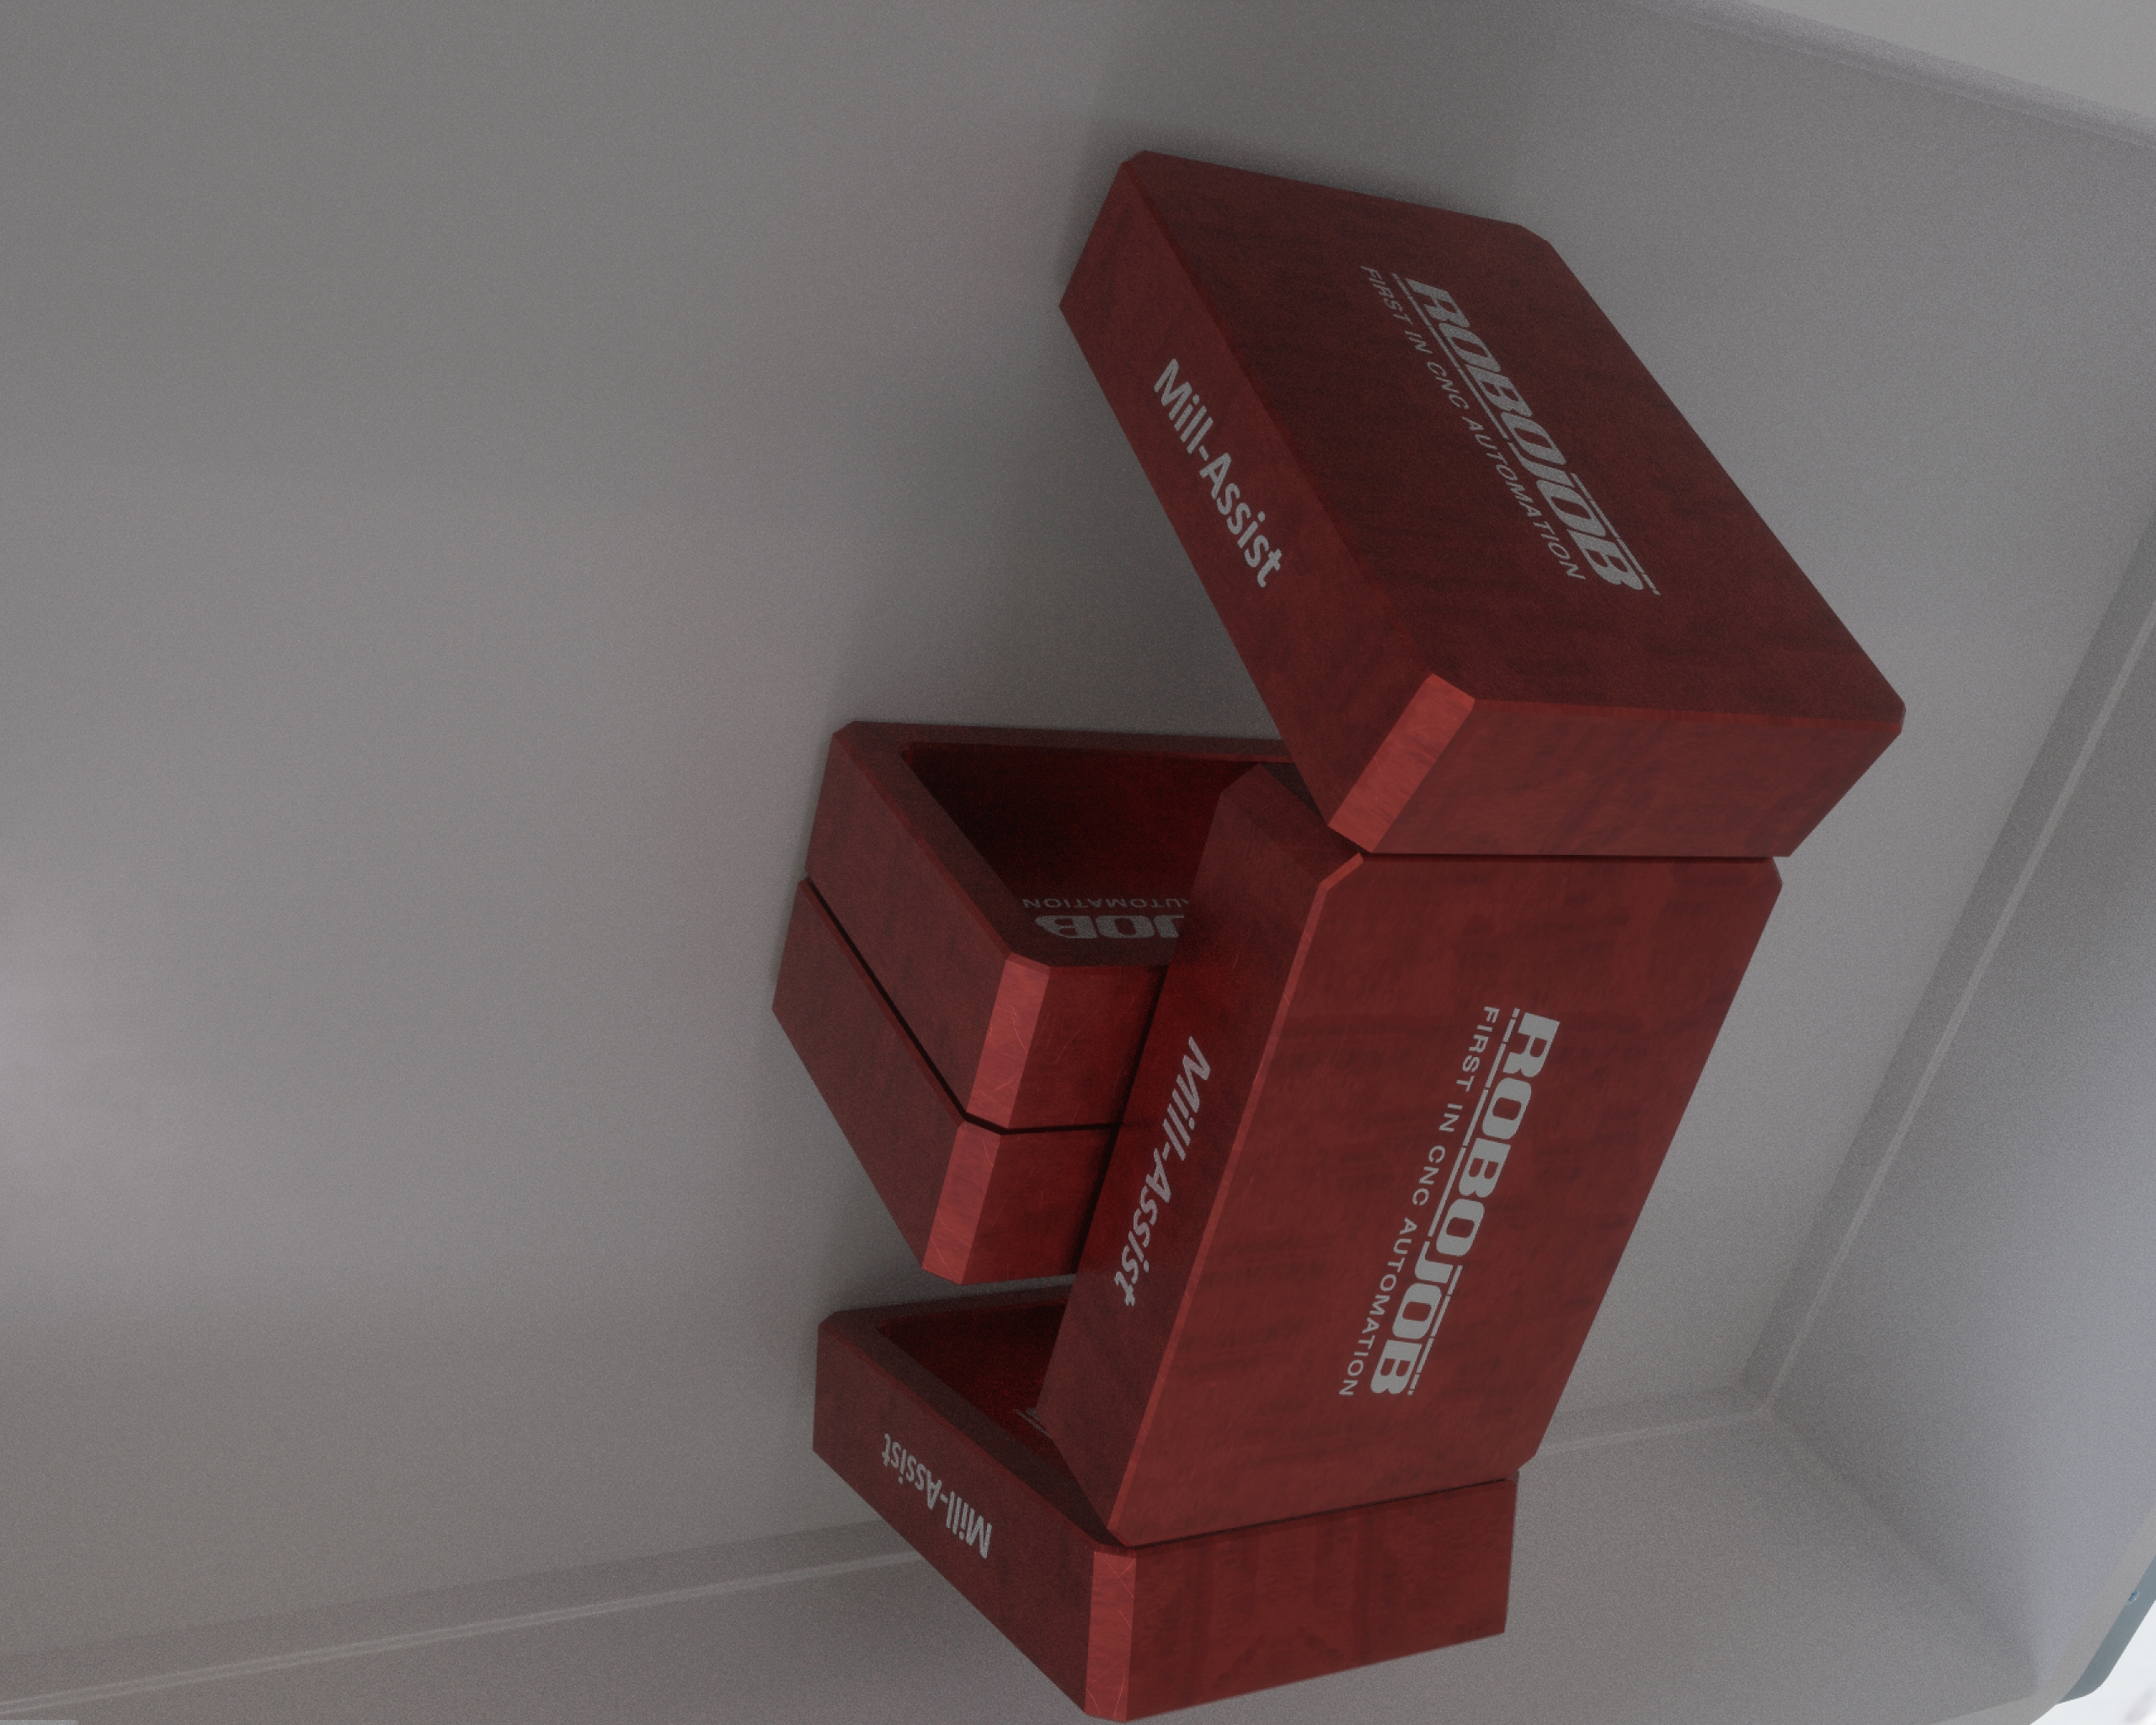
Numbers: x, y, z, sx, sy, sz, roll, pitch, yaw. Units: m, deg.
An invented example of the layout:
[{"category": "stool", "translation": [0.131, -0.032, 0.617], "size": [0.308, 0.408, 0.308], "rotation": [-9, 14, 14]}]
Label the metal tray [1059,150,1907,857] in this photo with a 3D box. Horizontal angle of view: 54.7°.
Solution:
[{"category": "metal tray", "translation": [0.060, -0.059, 0.334], "size": [0.091, 0.130, 0.030], "rotation": [0, 138, -29]}]

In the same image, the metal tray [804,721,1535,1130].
[{"category": "metal tray", "translation": [0.026, 0.008, 0.385], "size": [0.131, 0.090, 0.030], "rotation": [1, 118, -29]}]

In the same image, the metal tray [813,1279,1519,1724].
[{"category": "metal tray", "translation": [0.012, 0.120, 0.418], "size": [0.091, 0.130, 0.030], "rotation": [0, 97, -29]}]

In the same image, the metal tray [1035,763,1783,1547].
[{"category": "metal tray", "translation": [0.052, 0.049, 0.345], "size": [0.091, 0.030, 0.129], "rotation": [0, 118, -30]}]

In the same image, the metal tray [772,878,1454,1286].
[{"category": "metal tray", "translation": [0.018, 0.036, 0.398], "size": [0.131, 0.090, 0.030], "rotation": [1, 118, -29]}]
